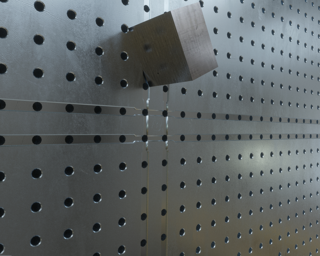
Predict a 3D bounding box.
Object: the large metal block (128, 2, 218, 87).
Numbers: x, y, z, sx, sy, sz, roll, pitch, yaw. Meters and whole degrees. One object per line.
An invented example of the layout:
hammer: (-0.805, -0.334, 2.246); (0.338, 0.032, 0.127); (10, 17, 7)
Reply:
large metal block: (0.016, -0.101, 0.388); (0.050, 0.080, 0.080); (-32, 111, -36)
